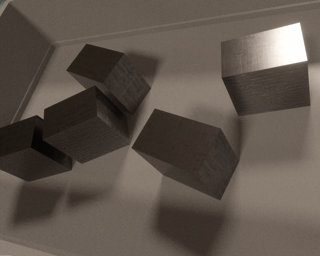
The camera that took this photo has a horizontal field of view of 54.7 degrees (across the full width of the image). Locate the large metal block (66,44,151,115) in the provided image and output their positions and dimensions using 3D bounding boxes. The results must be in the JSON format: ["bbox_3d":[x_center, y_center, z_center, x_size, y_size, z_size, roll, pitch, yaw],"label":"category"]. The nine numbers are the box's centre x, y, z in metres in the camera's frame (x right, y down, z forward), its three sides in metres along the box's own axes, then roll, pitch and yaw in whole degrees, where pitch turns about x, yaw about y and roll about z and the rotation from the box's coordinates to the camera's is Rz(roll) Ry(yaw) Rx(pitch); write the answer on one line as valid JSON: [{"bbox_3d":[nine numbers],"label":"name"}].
[{"bbox_3d":[-0.073,-0.070,0.450,0.080,0.080,0.050,23,74,36],"label":"large metal block"}]

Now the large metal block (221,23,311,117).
[{"bbox_3d":[0.118,-0.060,0.345,0.080,0.080,0.050,-9,58,23],"label":"large metal block"}]

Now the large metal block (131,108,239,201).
[{"bbox_3d":[0.030,0.029,0.336,0.080,0.080,0.050,19,72,35],"label":"large metal block"}]

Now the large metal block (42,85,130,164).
[{"bbox_3d":[-0.098,-0.001,0.421,0.080,0.080,0.050,-22,54,14],"label":"large metal block"}]

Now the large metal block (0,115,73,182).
[{"bbox_3d":[-0.183,0.033,0.444,0.080,0.080,0.050,-16,55,18],"label":"large metal block"}]
